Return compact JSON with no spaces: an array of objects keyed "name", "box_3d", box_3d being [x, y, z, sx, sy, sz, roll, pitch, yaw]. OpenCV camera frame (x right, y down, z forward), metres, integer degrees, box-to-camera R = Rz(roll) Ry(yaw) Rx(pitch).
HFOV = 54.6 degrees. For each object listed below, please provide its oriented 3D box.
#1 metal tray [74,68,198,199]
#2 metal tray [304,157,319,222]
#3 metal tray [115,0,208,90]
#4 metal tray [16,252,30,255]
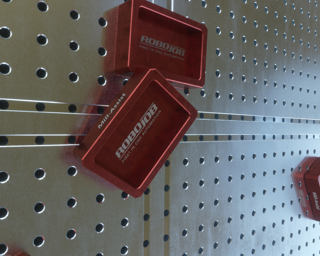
[{"name":"metal tray","box_3d":[-0.024,0.006,0.363,0.090,0.030,0.130,41,80,-32]},{"name":"metal tray","box_3d":[0.384,0.144,0.725,0.091,0.030,0.129,-34,111,-35]},{"name":"metal tray","box_3d":[0.007,-0.105,0.409,0.131,0.030,0.090,5,87,-40]},{"name":"metal tray","box_3d":[-0.162,0.185,0.270,0.131,0.030,0.090,-23,104,-38]}]
